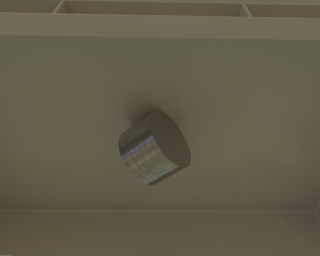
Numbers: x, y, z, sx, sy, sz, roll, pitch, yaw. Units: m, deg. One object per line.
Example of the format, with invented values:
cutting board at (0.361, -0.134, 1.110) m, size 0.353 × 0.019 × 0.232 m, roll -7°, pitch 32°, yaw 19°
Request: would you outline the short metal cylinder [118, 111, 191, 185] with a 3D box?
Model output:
short metal cylinder at (-0.006, 0.025, 0.391) m, size 0.050 × 0.080 × 0.080 m, roll -34°, pitch 123°, yaw 25°
